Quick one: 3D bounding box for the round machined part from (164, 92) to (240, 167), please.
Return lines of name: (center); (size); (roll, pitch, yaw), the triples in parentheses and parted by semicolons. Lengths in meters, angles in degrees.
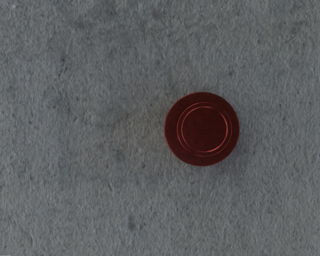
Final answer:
round machined part: (0.055, 0.002, 0.402); (0.099, 0.042, 0.097); (0, 90, -1)
